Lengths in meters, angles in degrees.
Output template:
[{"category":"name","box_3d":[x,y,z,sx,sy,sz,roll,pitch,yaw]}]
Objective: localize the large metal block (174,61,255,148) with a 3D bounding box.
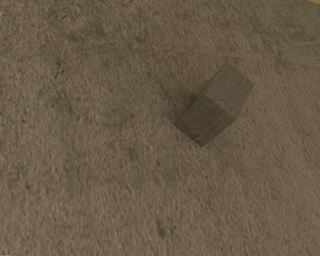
[{"category":"large metal block","box_3d":[0.074,-0.031,0.427,0.050,0.080,0.080,39,51,-2]}]
